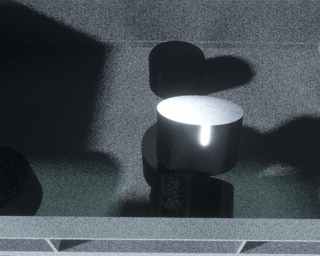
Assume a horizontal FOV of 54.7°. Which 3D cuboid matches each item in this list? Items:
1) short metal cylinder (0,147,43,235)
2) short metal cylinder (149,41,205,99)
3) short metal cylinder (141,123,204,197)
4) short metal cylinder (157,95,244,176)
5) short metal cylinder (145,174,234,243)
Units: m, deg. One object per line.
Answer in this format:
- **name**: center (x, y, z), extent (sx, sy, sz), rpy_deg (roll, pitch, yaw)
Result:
- **short metal cylinder**: center (-0.174, 0.067, 0.331), extent (0.081, 0.050, 0.080), rpy_deg (0, 50, 0)
- **short metal cylinder**: center (0.024, -0.085, 0.461), extent (0.081, 0.050, 0.080), rpy_deg (0, 50, 0)
- **short metal cylinder**: center (0.020, 0.034, 0.361), extent (0.081, 0.050, 0.080), rpy_deg (0, 50, 0)
- **short metal cylinder**: center (0.037, 0.004, 0.301), extent (0.081, 0.050, 0.080), rpy_deg (1, 24, 0)
- **short metal cylinder**: center (0.029, 0.079, 0.296), extent (0.080, 0.080, 0.050), rpy_deg (6, 67, 4)
